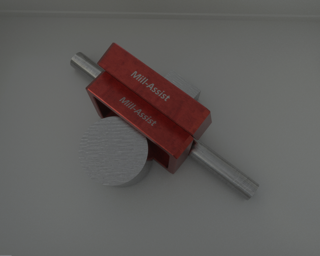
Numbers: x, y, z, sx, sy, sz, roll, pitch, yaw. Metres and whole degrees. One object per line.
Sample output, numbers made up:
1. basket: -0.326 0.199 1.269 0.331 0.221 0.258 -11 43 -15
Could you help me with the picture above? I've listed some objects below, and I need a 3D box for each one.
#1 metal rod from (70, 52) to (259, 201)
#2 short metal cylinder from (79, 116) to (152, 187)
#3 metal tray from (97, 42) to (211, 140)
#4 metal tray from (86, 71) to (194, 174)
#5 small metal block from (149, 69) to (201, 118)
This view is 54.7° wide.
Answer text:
1. metal rod: -0.002 -0.009 0.413 0.300 0.025 0.025 37 74 12
2. short metal cylinder: -0.051 0.031 0.377 0.080 0.050 0.080 -1 77 5
3. metal tray: -0.002 -0.039 0.361 0.130 0.090 0.030 37 91 12
4. metal tray: -0.024 -0.003 0.375 0.130 0.090 0.030 37 74 12
5. small metal block: 0.019 -0.044 0.424 0.050 0.025 0.050 39 74 12
